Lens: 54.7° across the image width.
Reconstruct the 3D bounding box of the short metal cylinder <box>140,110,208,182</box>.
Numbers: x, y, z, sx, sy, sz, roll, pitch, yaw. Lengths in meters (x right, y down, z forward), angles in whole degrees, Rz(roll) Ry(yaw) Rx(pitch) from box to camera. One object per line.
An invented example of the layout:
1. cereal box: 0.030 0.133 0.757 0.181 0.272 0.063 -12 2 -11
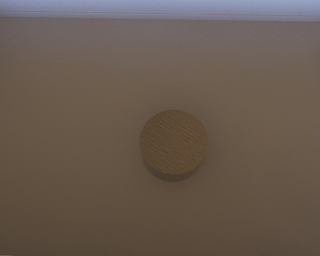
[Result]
1. short metal cylinder: 0.016 0.023 0.388 0.081 0.050 0.080 0 70 0
